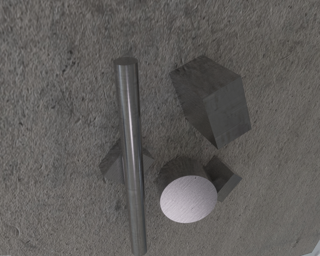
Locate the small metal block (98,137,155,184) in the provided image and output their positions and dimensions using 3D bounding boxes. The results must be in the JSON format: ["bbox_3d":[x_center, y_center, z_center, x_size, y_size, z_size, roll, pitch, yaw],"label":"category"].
[{"bbox_3d":[-0.044,0.046,0.411,0.050,0.025,0.050,31,101,-38],"label":"small metal block"}]

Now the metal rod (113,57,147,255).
[{"bbox_3d":[-0.033,0.058,0.392,0.025,0.025,0.298,-14,125,-21],"label":"metal rod"}]

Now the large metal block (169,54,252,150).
[{"bbox_3d":[0.062,-0.034,0.385,0.050,0.080,0.080,-31,129,-9],"label":"large metal block"}]

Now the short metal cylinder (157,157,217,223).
[{"bbox_3d":[0.037,0.090,0.451,0.081,0.050,0.079,-3,114,-6],"label":"short metal cylinder"}]

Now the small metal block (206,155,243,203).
[{"bbox_3d":[0.093,0.080,0.491,0.025,0.050,0.050,31,101,-40],"label":"small metal block"}]
